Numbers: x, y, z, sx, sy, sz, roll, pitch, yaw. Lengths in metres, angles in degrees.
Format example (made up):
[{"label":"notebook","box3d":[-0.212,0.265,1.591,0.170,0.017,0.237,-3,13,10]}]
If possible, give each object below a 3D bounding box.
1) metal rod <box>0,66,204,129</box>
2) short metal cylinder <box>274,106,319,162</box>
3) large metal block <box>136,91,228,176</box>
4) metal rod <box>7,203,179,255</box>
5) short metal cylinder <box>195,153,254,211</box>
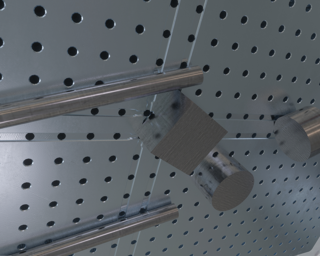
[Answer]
[{"label":"metal rod","box3d":[-0.088,-0.031,0.343,0.302,0.025,0.025,-15,125,-20]},{"label":"short metal cylinder","box3d":[0.236,0.009,0.511,0.050,0.080,0.080,-22,127,-15]},{"label":"large metal block","box3d":[0.030,0.006,0.415,0.080,0.050,0.080,-50,129,7]},{"label":"metal rod","box3d":[-0.112,0.165,0.452,0.303,0.025,0.025,-12,124,-22]},{"label":"short metal cylinder","box3d":[0.105,0.088,0.508,0.081,0.050,0.079,-14,124,-21]}]
